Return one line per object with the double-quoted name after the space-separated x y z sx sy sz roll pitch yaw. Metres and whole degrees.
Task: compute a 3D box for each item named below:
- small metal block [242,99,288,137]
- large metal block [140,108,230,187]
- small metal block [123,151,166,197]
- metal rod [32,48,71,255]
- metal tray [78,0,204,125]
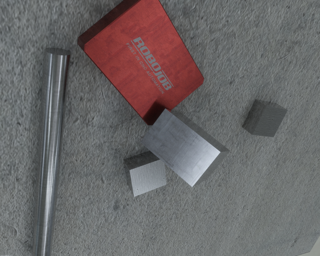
0.166 -0.015 0.491 0.050 0.025 0.050 6 115 -32 "small metal block"
0.035 0.023 0.386 0.050 0.080 0.080 -53 162 10 "large metal block"
-0.020 0.063 0.436 0.050 0.025 0.050 -18 126 -19 "small metal block"
-0.133 0.055 0.368 0.025 0.025 0.298 -1 119 -29 "metal rod"
-0.016 -0.074 0.351 0.090 0.030 0.130 -40 130 -1 "metal tray"
